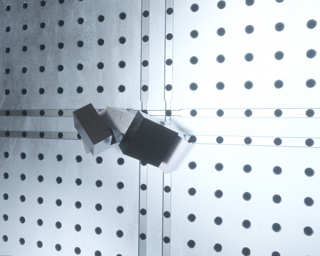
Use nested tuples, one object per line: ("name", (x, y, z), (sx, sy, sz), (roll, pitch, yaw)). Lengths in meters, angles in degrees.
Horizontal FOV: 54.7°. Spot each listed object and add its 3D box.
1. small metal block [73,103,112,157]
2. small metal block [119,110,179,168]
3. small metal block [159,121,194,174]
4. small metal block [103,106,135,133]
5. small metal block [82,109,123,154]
("small metal block", (-0.087, 0.003, 0.399), (0.025, 0.050, 0.050), (-30, 78, -22))
("small metal block", (-0.014, 0.014, 0.375), (0.050, 0.025, 0.050), (25, 101, -27))
("small metal block", (0.007, 0.024, 0.409), (0.050, 0.025, 0.050), (37, 102, 16))
("small metal block", (-0.041, -0.008, 0.413), (0.050, 0.050, 0.025), (20, 97, 18))
("small metal block", (-0.085, 0.005, 0.441), (0.050, 0.025, 0.050), (-20, 83, 18))
